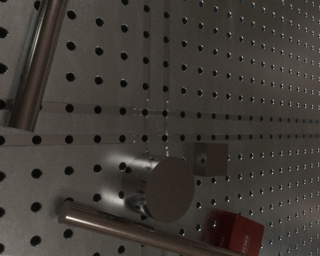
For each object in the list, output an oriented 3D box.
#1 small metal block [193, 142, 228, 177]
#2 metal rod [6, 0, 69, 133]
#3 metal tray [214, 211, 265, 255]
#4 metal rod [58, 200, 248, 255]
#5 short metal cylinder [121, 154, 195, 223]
[{"bbox_3d":[0.079,0.048,0.478,0.050,0.025,0.050,5,87,-40],"label":"small metal block"},{"bbox_3d":[-0.106,-0.143,0.321,0.025,0.025,0.299,19,78,-39],"label":"metal rod"},{"bbox_3d":[0.125,0.214,0.514,0.090,0.030,0.130,30,71,-36],"label":"metal tray"},{"bbox_3d":[0.014,0.148,0.402,0.301,0.025,0.025,27,73,-30],"label":"metal rod"},{"bbox_3d":[-0.002,0.074,0.394,0.081,0.050,0.079,0,90,-40],"label":"short metal cylinder"}]
